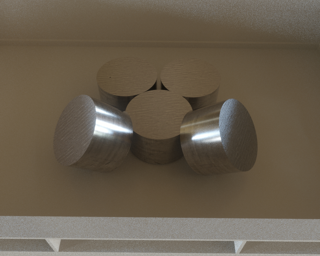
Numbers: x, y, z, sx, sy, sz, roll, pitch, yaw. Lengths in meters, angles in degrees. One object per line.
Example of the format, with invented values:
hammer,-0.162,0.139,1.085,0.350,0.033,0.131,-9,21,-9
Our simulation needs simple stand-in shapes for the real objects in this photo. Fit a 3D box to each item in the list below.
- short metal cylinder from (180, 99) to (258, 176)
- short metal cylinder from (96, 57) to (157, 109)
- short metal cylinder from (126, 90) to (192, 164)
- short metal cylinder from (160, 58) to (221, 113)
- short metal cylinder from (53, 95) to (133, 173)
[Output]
short metal cylinder,0.068,0.012,0.350,0.050,0.080,0.080,-15,37,41
short metal cylinder,-0.044,-0.054,0.430,0.081,0.050,0.080,0,50,0
short metal cylinder,-0.001,-0.002,0.386,0.081,0.050,0.080,0,50,0
short metal cylinder,0.041,-0.053,0.432,0.081,0.050,0.080,0,50,0
short metal cylinder,-0.077,0.008,0.352,0.050,0.080,0.080,22,33,-44
